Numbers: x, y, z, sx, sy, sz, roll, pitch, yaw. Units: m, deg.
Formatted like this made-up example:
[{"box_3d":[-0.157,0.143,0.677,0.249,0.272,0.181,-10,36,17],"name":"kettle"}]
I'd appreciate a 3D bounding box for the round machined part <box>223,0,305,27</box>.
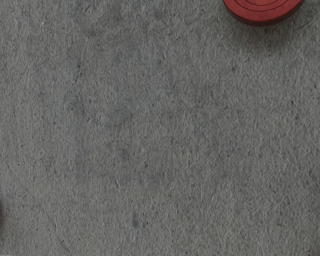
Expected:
[{"box_3d":[0.121,-0.166,0.357,0.098,0.042,0.097,0,90,20],"name":"round machined part"}]
